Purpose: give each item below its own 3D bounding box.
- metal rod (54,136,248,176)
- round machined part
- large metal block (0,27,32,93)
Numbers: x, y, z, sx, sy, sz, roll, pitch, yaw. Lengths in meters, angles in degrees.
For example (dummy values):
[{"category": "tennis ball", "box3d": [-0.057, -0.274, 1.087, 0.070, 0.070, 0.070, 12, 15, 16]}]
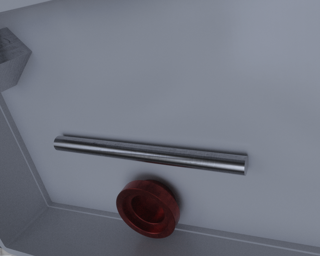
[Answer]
[{"category": "metal rod", "box3d": [-0.030, 0.036, 0.444, 0.301, 0.025, 0.025, 5, 121, 25]}, {"category": "round machined part", "box3d": [-0.015, 0.119, 0.477, 0.098, 0.042, 0.097, 13, 124, 20]}, {"category": "large metal block", "box3d": [-0.244, -0.089, 0.444, 0.050, 0.080, 0.080, 45, 129, -3]}]
